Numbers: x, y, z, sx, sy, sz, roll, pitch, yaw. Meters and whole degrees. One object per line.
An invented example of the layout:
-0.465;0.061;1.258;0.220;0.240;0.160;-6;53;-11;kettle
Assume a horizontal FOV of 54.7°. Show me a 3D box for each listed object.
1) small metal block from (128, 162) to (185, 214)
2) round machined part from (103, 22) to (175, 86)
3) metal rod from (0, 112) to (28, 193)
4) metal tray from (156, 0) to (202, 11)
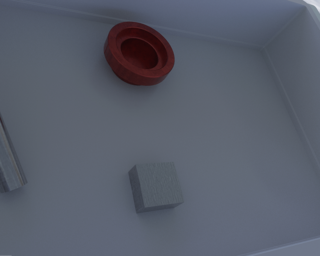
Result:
-0.005;0.069;0.362;0.050;0.025;0.050;0;62;-29;small metal block
-0.032;-0.100;0.439;0.099;0.042;0.098;14;56;-21;round machined part
-0.187;-0.083;0.281;0.025;0.025;0.298;-23;98;-36;metal rod
0.011;-0.277;0.581;0.131;0.030;0.090;4;60;-27;metal tray
